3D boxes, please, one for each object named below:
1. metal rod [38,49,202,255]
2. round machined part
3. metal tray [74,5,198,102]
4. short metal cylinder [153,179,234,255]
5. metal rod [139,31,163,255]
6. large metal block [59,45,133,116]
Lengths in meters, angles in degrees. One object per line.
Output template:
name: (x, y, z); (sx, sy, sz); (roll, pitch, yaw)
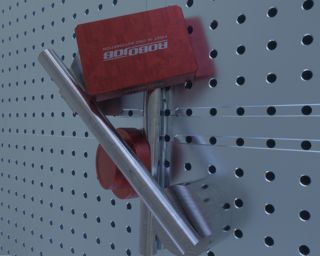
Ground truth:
metal rod: (-0.059, 0.013, 0.364); (0.300, 0.025, 0.025); (50, 119, 19)
round machined part: (-0.056, 0.048, 0.421); (0.098, 0.042, 0.097); (-1, 89, 57)
metal tray: (-0.029, -0.091, 0.376); (0.131, 0.030, 0.090); (-13, 79, -4)
short metal cylinder: (0.038, 0.103, 0.361); (0.080, 0.050, 0.079); (0, 90, 39)
metal rod: (-0.011, 0.020, 0.417); (0.025, 0.025, 0.298); (3, 92, 39)
large metal block: (-0.083, -0.065, 0.441); (0.050, 0.081, 0.080); (49, 119, 28)
